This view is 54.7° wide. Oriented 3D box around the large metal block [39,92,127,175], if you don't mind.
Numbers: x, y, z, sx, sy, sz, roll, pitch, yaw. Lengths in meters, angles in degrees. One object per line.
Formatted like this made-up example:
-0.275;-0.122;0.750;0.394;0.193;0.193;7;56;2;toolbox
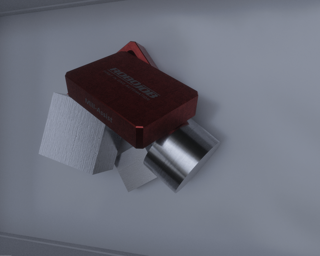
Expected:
-0.096;0.005;0.394;0.080;0.050;0.080;17;96;18;large metal block

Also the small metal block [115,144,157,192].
-0.028;0.051;0.418;0.050;0.025;0.050;-30;80;17;small metal block

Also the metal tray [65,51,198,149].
-0.034;-0.039;0.354;0.130;0.091;0.030;35;140;31;metal tray

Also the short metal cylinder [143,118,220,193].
0.026;0.031;0.370;0.050;0.080;0.080;41;103;15;short metal cylinder

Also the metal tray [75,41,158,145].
-0.057;-0.043;0.425;0.130;0.030;0.090;-35;79;16;metal tray
